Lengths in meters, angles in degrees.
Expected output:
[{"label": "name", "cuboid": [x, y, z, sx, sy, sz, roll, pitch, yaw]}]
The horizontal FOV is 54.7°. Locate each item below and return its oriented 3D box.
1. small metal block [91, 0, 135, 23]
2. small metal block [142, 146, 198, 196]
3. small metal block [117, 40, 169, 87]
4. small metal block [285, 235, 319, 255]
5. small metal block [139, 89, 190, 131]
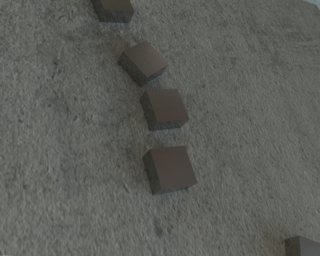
[{"label": "small metal block", "cuboid": [-0.074, -0.192, 0.482, 0.050, 0.025, 0.050, -11, 67, -33]}, {"label": "small metal block", "cuboid": [0.012, 0.051, 0.380, 0.050, 0.025, 0.050, -3, 64, -30]}, {"label": "small metal block", "cuboid": [-0.024, -0.094, 0.450, 0.050, 0.025, 0.050, 48, 51, 5]}, {"label": "small metal block", "cuboid": [0.194, 0.175, 0.404, 0.050, 0.025, 0.050, 23, 53, -15]}, {"label": "small metal block", "cuboid": [0.006, -0.026, 0.424, 0.050, 0.025, 0.050, -6, 65, -31]}]
